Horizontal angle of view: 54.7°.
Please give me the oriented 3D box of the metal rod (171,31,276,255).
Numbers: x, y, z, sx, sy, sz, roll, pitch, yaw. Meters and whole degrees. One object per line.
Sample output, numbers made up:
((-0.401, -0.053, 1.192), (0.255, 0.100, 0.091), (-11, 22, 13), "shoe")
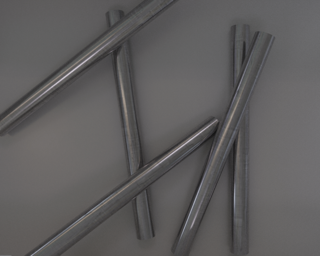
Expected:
((0.077, 0.026, 0.394), (0.025, 0.025, 0.298), (20, 97, 0), "metal rod")

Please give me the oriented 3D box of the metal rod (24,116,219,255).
((-0.044, 0.080, 0.380), (0.301, 0.025, 0.025), (-36, 90, -13), "metal rod")

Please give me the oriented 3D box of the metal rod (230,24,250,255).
((0.106, 0.015, 0.411), (0.025, 0.025, 0.298), (0, 90, 0), "metal rod")

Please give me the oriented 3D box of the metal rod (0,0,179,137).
((-0.094, -0.086, 0.390), (0.300, 0.025, 0.025), (-36, 90, 7), "metal rod")

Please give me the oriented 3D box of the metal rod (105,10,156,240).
((-0.039, -0.004, 0.410), (0.025, 0.025, 0.298), (-8, 90, 0), "metal rod")
